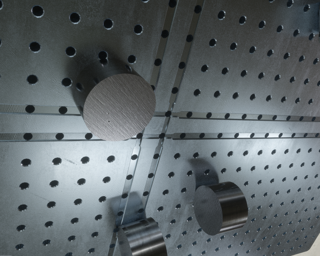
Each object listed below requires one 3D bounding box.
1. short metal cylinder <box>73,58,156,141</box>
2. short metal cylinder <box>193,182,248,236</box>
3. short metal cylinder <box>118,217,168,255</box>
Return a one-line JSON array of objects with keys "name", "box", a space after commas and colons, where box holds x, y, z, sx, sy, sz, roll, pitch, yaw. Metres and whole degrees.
[{"name": "short metal cylinder", "box": [-0.052, -0.032, 0.348, 0.081, 0.050, 0.079, -14, 124, -21]}, {"name": "short metal cylinder", "box": [0.099, 0.132, 0.514, 0.050, 0.080, 0.079, -4, 120, -27]}, {"name": "short metal cylinder", "box": [-0.029, 0.184, 0.476, 0.050, 0.080, 0.079, -11, 123, -23]}]
